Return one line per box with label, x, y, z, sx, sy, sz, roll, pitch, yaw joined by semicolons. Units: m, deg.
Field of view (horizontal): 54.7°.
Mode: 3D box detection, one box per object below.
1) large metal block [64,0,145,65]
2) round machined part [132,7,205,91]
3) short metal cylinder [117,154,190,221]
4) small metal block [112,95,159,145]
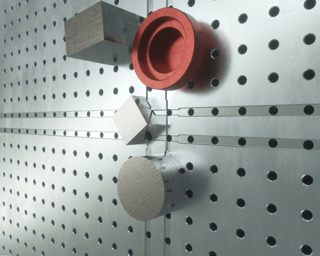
large metal block;-0.075;-0.128;0.436;0.080;0.081;0.050;-9;84;39
round machined part;0.014;-0.095;0.386;0.098;0.042;0.097;0;90;40
short metal cylinder;-0.009;0.074;0.401;0.080;0.050;0.079;0;90;40
small metal block;-0.036;-0.011;0.439;0.050;0.025;0.050;-43;64;31
